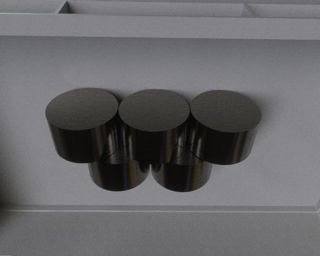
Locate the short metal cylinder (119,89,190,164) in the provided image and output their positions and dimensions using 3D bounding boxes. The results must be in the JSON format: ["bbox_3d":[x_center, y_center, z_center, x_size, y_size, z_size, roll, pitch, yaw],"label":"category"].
[{"bbox_3d":[-0.007,-0.003,0.368,0.081,0.080,0.050,1,130,-1],"label":"short metal cylinder"}]

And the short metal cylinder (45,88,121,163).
[{"bbox_3d":[-0.088,-0.004,0.366,0.081,0.080,0.050,1,130,-1],"label":"short metal cylinder"}]

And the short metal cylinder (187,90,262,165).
[{"bbox_3d":[0.074,-0.002,0.369,0.081,0.080,0.050,1,130,-1],"label":"short metal cylinder"}]

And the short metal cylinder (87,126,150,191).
[{"bbox_3d":[-0.053,0.034,0.399,0.081,0.080,0.050,1,130,-1],"label":"short metal cylinder"}]

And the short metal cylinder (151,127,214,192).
[{"bbox_3d":[0.029,0.036,0.401,0.081,0.080,0.050,1,130,-1],"label":"short metal cylinder"}]
